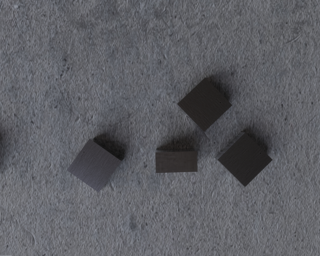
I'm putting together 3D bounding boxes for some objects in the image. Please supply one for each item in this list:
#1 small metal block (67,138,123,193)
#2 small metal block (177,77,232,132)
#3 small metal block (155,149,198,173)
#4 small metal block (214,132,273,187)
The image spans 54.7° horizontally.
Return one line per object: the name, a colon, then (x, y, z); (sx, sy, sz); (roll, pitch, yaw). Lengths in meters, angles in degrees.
small metal block: (-0.084, 0.048, 0.409); (0.050, 0.025, 0.050); (36, 90, 0)
small metal block: (0.058, -0.030, 0.410); (0.050, 0.025, 0.050); (-44, 90, 0)
small metal block: (0.020, 0.041, 0.398); (0.050, 0.050, 0.025); (-2, 90, 0)
small metal block: (0.110, 0.041, 0.411); (0.050, 0.025, 0.050); (-45, 90, 0)
